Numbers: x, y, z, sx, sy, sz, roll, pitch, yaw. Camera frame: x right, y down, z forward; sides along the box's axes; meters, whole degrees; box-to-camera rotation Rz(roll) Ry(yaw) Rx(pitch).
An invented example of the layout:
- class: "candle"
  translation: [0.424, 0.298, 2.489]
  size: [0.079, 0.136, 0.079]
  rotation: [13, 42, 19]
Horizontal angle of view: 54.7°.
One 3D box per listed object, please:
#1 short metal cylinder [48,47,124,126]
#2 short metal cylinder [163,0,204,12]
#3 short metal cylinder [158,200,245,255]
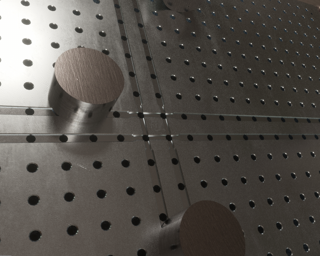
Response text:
- class: "short metal cylinder"
  translation: [-0.090, -0.050, 0.375]
  size: [0.081, 0.050, 0.080]
  rotation: [14, 56, -21]
- class: "short metal cylinder"
  translation: [0.041, -0.257, 0.554]
  size: [0.081, 0.080, 0.050]
  rotation: [7, 59, -25]
- class: "short metal cylinder"
  translation: [0.045, 0.126, 0.341]
  size: [0.081, 0.050, 0.080]
  rotation: [14, 56, -21]
